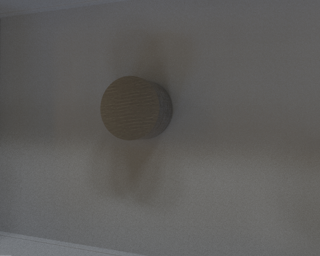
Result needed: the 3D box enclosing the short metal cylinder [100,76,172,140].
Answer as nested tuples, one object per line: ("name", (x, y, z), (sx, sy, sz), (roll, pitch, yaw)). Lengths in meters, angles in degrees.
("short metal cylinder", (-0.030, -0.025, 0.406), (0.080, 0.050, 0.080), (0, 90, 20))
